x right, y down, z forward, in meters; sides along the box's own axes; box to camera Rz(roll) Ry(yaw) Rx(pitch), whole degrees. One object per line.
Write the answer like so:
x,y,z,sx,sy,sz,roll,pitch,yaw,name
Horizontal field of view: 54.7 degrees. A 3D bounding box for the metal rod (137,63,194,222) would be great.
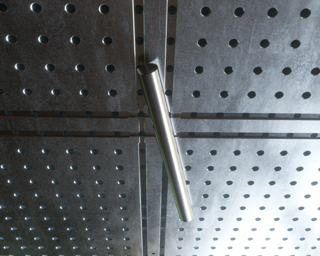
0.016,0.043,0.448,0.025,0.025,0.298,-9,130,7,metal rod
